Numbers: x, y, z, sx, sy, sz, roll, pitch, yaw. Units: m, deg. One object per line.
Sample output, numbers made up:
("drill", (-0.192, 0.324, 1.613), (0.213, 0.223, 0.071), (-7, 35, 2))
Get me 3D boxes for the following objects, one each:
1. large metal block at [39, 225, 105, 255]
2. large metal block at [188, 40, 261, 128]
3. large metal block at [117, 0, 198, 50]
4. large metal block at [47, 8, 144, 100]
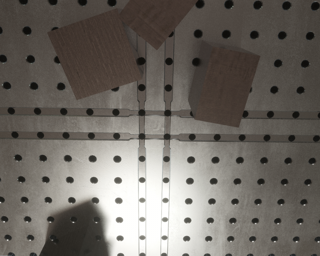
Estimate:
("large metal block", (-0.135, 0.202, 0.457), (0.080, 0.080, 0.050), (-25, 109, 8))
("large metal block", (0.070, -0.055, 0.365), (0.050, 0.080, 0.079), (10, 110, -4))
("large metal block", (0.003, -0.136, 0.334), (0.050, 0.080, 0.080), (38, 105, -13))
("large metal block", (-0.071, -0.088, 0.367), (0.080, 0.050, 0.080), (-17, 110, 6))
